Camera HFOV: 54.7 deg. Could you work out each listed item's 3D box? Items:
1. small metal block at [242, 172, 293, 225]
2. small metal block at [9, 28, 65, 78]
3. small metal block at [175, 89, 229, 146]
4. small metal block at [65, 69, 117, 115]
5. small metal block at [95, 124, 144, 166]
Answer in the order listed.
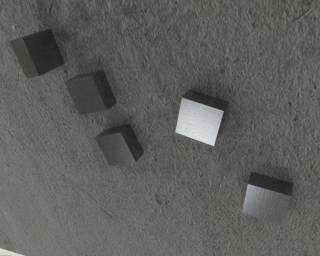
[{"bbox_3d":[0.135,0.089,0.391,0.050,0.025,0.050,14,124,20],"label":"small metal block"},{"bbox_3d":[-0.162,-0.100,0.414,0.025,0.050,0.050,-2,117,29],"label":"small metal block"},{"bbox_3d":[0.050,-0.013,0.373,0.050,0.025,0.050,20,126,16],"label":"small metal block"},{"bbox_3d":[-0.095,-0.049,0.427,0.050,0.025,0.050,-6,116,31],"label":"small metal block"},{"bbox_3d":[-0.059,0.026,0.454,0.050,0.025,0.050,-12,113,33],"label":"small metal block"}]
